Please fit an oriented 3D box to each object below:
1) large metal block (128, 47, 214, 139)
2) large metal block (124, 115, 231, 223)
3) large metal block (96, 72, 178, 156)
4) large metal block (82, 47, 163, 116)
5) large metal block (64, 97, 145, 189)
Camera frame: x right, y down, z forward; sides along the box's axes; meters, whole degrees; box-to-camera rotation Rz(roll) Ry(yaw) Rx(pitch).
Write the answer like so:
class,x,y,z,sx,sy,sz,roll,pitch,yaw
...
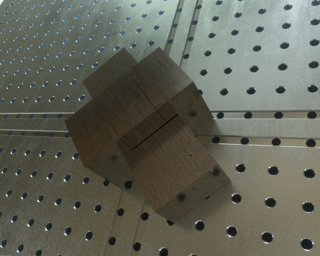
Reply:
class,x,y,z,sx,sy,sz,roll,pitch,yaw
large metal block,0.014,-0.042,0.390,0.050,0.080,0.080,-38,51,3
large metal block,0.018,0.046,0.353,0.080,0.050,0.080,-38,51,3
large metal block,-0.026,-0.011,0.392,0.050,0.080,0.080,-38,51,3
large metal block,-0.054,-0.058,0.451,0.080,0.050,0.080,-39,51,2
large metal block,-0.065,0.020,0.394,0.050,0.080,0.080,-38,51,3
